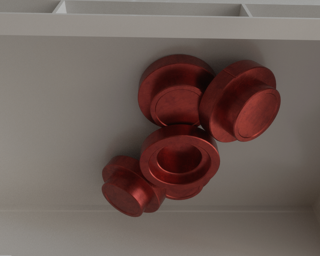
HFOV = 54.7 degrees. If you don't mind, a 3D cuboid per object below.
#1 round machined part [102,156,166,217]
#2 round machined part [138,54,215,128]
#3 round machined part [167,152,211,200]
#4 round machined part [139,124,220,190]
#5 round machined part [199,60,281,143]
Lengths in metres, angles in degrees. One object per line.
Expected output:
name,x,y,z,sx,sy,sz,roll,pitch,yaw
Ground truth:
round machined part,-0.044,0.089,0.444,0.098,0.042,0.097,21,138,21
round machined part,0.023,-0.034,0.367,0.099,0.042,0.097,-1,130,0
round machined part,0.028,0.069,0.455,0.099,0.042,0.097,-1,130,0
round machined part,0.024,0.032,0.395,0.099,0.042,0.097,-1,130,0
round machined part,0.096,-0.023,0.349,0.099,0.042,0.097,-20,132,-24
